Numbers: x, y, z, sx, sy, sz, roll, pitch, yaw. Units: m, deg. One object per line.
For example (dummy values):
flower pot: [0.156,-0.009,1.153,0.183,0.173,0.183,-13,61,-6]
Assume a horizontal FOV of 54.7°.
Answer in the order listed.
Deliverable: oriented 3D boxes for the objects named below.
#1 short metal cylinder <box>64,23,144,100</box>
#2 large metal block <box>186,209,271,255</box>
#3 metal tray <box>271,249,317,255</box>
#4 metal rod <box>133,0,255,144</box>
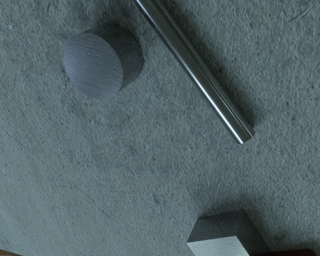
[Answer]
short metal cylinder: [-0.067,-0.081,0.375,0.080,0.050,0.079,13,124,20]
large metal block: [0.099,0.170,0.443,0.080,0.050,0.080,-25,105,36]
metal tray: [0.173,0.225,0.450,0.130,0.030,0.090,-23,106,36]
metal rod: [0.009,-0.106,0.335,0.025,0.025,0.300,-30,102,37]
